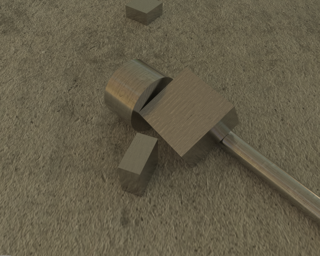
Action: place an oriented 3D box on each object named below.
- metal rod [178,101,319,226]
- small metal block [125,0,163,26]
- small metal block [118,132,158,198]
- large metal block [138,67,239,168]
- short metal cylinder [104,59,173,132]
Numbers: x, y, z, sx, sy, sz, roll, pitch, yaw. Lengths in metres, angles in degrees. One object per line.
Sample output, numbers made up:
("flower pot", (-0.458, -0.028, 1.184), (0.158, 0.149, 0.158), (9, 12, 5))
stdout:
("metal rod", (0.105, 0.032, 0.377), (0.025, 0.025, 0.300), (-34, 58, -25))
("small metal block", (-0.030, -0.226, 0.593), (0.050, 0.025, 0.050), (29, 55, 22))
("small metal block", (-0.023, 0.042, 0.351), (0.025, 0.050, 0.050), (17, 52, 13))
("large metal block", (0.036, -0.012, 0.377), (0.080, 0.050, 0.080), (-44, 61, -1))
("short metal cylinder", (-0.024, -0.042, 0.403), (0.050, 0.080, 0.080), (37, 59, 26))
